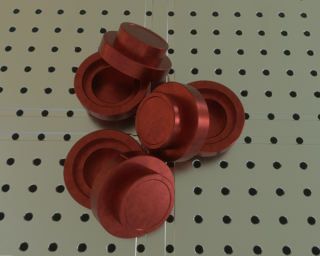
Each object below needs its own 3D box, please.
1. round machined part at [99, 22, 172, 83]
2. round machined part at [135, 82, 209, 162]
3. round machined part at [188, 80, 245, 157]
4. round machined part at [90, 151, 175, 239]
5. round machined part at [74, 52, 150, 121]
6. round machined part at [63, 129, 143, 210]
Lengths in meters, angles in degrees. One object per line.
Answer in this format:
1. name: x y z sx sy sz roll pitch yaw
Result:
1. round machined part: -0.027 -0.105 0.412 0.098 0.042 0.098 22 30 -13
2. round machined part: 0.007 -0.008 0.373 0.042 0.098 0.098 5 63 -44
3. round machined part: 0.057 -0.010 0.406 0.099 0.042 0.098 0 70 0
4. round machined part: -0.023 0.077 0.344 0.099 0.042 0.097 -9 106 -32
5. round machined part: -0.062 -0.055 0.421 0.099 0.042 0.098 0 70 0
6. round machined part: -0.064 0.054 0.382 0.099 0.042 0.098 0 70 0
